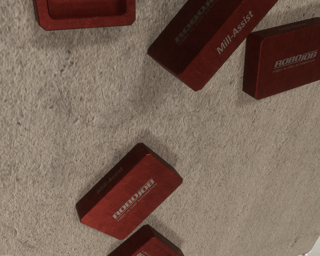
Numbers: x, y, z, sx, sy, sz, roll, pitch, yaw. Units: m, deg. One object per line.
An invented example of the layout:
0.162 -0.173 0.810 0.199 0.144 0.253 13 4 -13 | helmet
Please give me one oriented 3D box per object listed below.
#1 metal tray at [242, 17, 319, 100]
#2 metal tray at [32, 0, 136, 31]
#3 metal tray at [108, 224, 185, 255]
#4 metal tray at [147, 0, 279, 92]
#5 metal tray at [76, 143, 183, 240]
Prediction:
0.184 -0.100 0.444 0.131 0.030 0.089 -18 126 -19 | metal tray
-0.069 -0.156 0.269 0.091 0.030 0.129 -12 124 -22 | metal tray
-0.019 0.230 0.537 0.090 0.030 0.130 -40 130 -1 | metal tray
0.052 -0.110 0.325 0.030 0.090 0.130 36 98 -36 | metal tray
-0.041 0.093 0.440 0.130 0.030 0.090 -45 130 3 | metal tray
